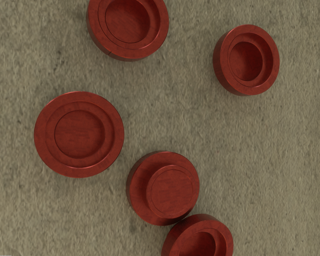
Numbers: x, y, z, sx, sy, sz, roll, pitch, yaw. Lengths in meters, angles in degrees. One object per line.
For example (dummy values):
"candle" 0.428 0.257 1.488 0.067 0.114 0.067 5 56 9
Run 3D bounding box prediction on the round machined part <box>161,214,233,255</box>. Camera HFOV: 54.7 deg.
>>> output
"round machined part" 0.045 0.160 0.413 0.099 0.042 0.097 -5 101 -24

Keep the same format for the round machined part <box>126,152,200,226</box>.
"round machined part" 0.008 0.080 0.404 0.099 0.042 0.097 0 90 -20

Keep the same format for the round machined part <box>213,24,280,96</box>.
"round machined part" 0.119 -0.094 0.445 0.099 0.042 0.097 0 90 -21

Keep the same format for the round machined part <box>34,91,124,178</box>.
"round machined part" -0.095 0.007 0.365 0.099 0.042 0.097 0 90 -21

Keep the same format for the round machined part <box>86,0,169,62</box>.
"round machined part" -0.042 -0.131 0.385 0.099 0.042 0.097 0 90 -21
